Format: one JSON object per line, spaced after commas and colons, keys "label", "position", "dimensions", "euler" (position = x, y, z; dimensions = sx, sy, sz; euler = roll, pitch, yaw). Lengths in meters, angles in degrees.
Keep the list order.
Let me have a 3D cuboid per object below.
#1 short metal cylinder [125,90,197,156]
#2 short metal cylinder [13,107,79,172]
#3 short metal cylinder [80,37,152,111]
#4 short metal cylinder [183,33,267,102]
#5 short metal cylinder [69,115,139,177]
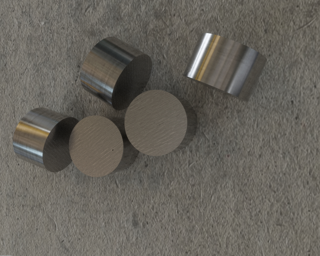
{"label": "short metal cylinder", "position": [0.002, -0.006, 0.395], "dimensions": [0.080, 0.050, 0.080], "euler": [0, 90, 20]}
{"label": "short metal cylinder", "position": [-0.155, 0.016, 0.434], "dimensions": [0.050, 0.080, 0.080], "euler": [18, 96, 19]}
{"label": "short metal cylinder", "position": [-0.055, -0.069, 0.399], "dimensions": [0.050, 0.080, 0.080], "euler": [33, 101, 17]}
{"label": "short metal cylinder", "position": [0.073, -0.068, 0.354], "dimensions": [0.080, 0.080, 0.050], "euler": [26, 99, 18]}
{"label": "short metal cylinder", "position": [-0.075, 0.023, 0.422], "dimensions": [0.080, 0.050, 0.080], "euler": [0, 90, 20]}
